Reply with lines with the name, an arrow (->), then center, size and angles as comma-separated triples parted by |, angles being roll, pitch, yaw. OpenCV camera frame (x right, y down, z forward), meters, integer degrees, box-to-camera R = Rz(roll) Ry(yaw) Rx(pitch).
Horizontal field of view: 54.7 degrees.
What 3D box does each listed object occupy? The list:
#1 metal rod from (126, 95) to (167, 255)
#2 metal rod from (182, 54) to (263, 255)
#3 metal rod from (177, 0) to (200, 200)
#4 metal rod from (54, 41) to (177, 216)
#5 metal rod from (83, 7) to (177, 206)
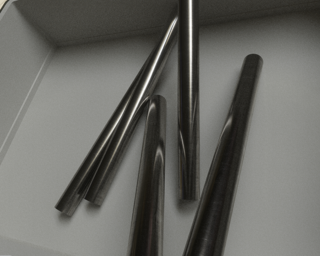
metal rod -> -0.008, 0.038, 0.301 | 0.025, 0.025, 0.300 | -23, 26, 14
metal rod -> 0.069, 0.008, 0.288 | 0.025, 0.025, 0.301 | -3, 36, 27
metal rod -> 0.033, -0.071, 0.358 | 0.025, 0.025, 0.298 | -2, 84, 27
metal rod -> -0.056, -0.016, 0.445 | 0.025, 0.025, 0.300 | 19, 71, 35
metal rod -> -0.028, -0.040, 0.429 | 0.025, 0.025, 0.299 | 14, 74, 34
